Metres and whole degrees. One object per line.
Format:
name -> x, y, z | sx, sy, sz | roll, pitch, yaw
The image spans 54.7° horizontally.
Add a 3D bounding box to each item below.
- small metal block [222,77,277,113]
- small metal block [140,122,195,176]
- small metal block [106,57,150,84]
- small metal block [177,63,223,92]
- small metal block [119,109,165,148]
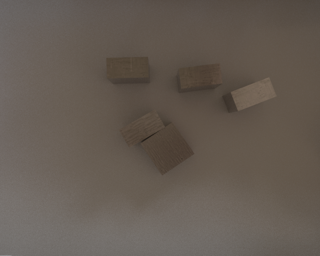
small metal block -> 0.113, -0.041, 0.400 | 0.050, 0.050, 0.025 | -21, 90, 0
small metal block -> 0.010, 0.027, 0.411 | 0.050, 0.025, 0.050 | -34, 90, 0
small metal block -> -0.039, -0.073, 0.398 | 0.050, 0.050, 0.025 | -2, 90, 0
small metal block -> 0.049, -0.063, 0.399 | 0.050, 0.050, 0.025 | -7, 90, 0
small metal block -> -0.021, 0.001, 0.399 | 0.050, 0.050, 0.025 | -30, 90, 0
